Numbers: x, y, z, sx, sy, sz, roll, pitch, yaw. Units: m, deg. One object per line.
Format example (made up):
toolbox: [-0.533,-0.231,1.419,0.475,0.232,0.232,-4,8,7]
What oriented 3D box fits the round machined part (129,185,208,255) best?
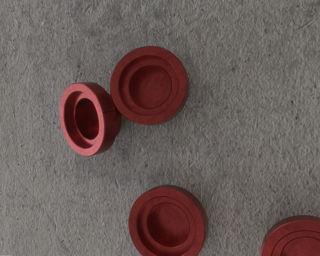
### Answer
round machined part: [0.013,0.121,0.395,0.098,0.042,0.097,0,90,20]

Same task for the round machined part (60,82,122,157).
round machined part: [-0.090,-0.014,0.420,0.098,0.042,0.097,10,106,39]

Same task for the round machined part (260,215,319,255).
round machined part: [0.163,0.145,0.342,0.098,0.042,0.097,0,90,20]

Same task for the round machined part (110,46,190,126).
round machined part: [-0.010,-0.052,0.399,0.098,0.042,0.097,-1,87,13]
